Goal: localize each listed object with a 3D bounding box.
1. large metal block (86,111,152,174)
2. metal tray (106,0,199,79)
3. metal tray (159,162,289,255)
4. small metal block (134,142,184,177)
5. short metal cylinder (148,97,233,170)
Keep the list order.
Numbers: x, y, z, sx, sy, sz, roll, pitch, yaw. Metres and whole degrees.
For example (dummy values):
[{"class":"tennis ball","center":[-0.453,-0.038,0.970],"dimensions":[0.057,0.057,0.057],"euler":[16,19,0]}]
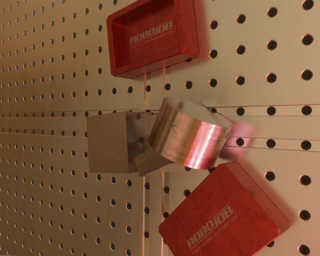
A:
[{"class":"large metal block","center":[-0.057,0.021,0.438],"dimensions":[0.080,0.050,0.080],"euler":[-6,87,39]},{"class":"metal tray","center":[-0.015,-0.125,0.416],"dimensions":[0.130,0.030,0.089],"euler":[-9,84,39]},{"class":"metal tray","center":[0.065,0.113,0.351],"dimensions":[0.129,0.030,0.090],"euler":[-52,60,27]},{"class":"small metal block","center":[0.005,0.039,0.387],"dimensions":[0.050,0.050,0.025],"euler":[-29,72,36]},{"class":"short metal cylinder","center":[0.033,0.004,0.345],"dimensions":[0.080,0.081,0.050],"euler":[32,110,35]}]
